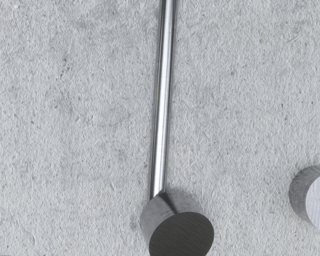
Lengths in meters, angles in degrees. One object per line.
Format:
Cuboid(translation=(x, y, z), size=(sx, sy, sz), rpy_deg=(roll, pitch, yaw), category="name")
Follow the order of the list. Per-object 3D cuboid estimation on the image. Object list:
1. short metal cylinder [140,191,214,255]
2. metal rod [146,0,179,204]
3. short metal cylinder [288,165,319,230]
Cuboid(translation=(0.019, 0.126, 0.384), size=(0.081, 0.050, 0.079), rpy_deg=(-5, 108, -15), category="short metal cylinder")
Cuboid(translation=(0.004, -0.045, 0.409), size=(0.025, 0.025, 0.298), rpy_deg=(4, 90, 0), category="metal rod")
Cuboid(translation=(0.216, 0.091, 0.399), size=(0.081, 0.050, 0.079), rpy_deg=(0, 90, 0), category="short metal cylinder")
